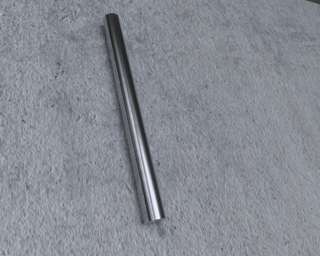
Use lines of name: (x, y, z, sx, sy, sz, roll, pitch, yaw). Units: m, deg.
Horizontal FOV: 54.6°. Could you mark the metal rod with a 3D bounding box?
metal rod: (-0.039, -0.030, 0.400, 0.025, 0.025, 0.299, 0, 62, -28)
